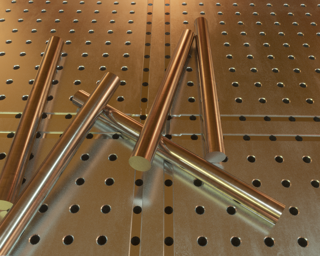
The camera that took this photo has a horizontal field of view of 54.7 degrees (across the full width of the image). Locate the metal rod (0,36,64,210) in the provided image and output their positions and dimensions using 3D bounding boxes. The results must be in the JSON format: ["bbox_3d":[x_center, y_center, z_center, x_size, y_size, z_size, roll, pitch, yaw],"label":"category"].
[{"bbox_3d":[-0.173,-0.031,0.431,0.025,0.025,0.300,-1,50,-1],"label":"metal rod"}]

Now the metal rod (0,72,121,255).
[{"bbox_3d":[-0.122,0.048,0.346,0.025,0.025,0.300,18,58,14],"label":"metal rod"}]

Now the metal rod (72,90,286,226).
[{"bbox_3d":[0.006,0.025,0.386,0.300,0.025,0.025,29,56,22],"label":"metal rod"}]

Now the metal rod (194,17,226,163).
[{"bbox_3d":[0.071,-0.079,0.474,0.025,0.025,0.300,1,50,1],"label":"metal rod"}]

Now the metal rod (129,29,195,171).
[{"bbox_3d":[0.014,-0.062,0.438,0.025,0.025,0.301,11,44,8],"label":"metal rod"}]
